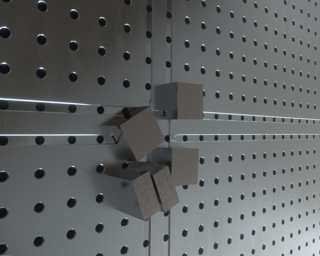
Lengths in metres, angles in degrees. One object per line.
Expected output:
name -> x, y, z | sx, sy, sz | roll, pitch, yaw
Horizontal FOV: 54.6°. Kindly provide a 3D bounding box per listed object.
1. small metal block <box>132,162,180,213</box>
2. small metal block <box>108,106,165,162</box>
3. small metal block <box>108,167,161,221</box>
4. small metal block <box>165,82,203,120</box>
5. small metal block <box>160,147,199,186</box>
small metal block -> -0.008, 0.072, 0.385 | 0.025, 0.050, 0.050 | -28, 108, -36
small metal block -> -0.028, 0.007, 0.385 | 0.050, 0.025, 0.050 | -37, 113, -34
small metal block -> -0.031, 0.076, 0.366 | 0.025, 0.050, 0.050 | -26, 107, -37
small metal block -> 0.034, -0.037, 0.437 | 0.050, 0.025, 0.050 | -1, 91, -40
small metal block -> 0.027, 0.053, 0.430 | 0.050, 0.025, 0.050 | 4, 87, -40
